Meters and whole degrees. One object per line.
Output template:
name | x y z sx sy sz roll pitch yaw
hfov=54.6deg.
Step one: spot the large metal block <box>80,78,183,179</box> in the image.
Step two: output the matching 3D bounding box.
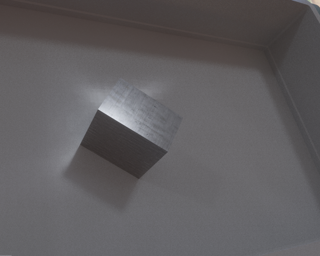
large metal block | -0.034 0.004 0.350 0.080 0.080 0.050 32 52 -8
